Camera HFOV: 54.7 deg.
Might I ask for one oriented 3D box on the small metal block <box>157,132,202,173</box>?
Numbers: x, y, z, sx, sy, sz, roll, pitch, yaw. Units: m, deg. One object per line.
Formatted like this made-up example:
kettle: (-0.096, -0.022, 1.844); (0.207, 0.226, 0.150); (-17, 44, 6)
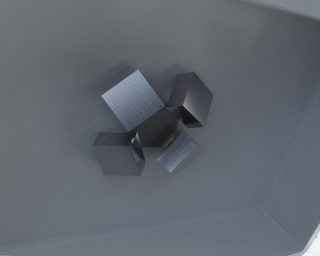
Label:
small metal block: (0.029, 0.035, 0.429); (0.050, 0.025, 0.050); (-48, 163, 5)

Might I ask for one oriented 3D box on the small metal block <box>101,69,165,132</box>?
small metal block: (-0.030, -0.030, 0.355); (0.050, 0.025, 0.050); (-36, 92, -3)

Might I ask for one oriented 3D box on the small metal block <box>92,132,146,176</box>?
small metal block: (-0.050, 0.033, 0.384); (0.050, 0.025, 0.050); (-1, 128, 16)

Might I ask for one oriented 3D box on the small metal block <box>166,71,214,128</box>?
small metal block: (0.039, -0.034, 0.390); (0.050, 0.025, 0.050); (40, 58, -39)

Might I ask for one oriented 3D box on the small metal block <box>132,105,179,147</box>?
small metal block: (-0.007, -0.003, 0.400); (0.050, 0.025, 0.050); (1, 118, -29)
